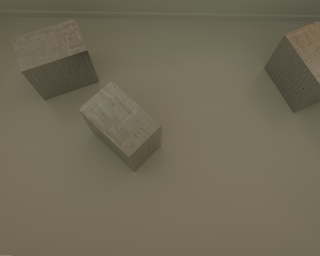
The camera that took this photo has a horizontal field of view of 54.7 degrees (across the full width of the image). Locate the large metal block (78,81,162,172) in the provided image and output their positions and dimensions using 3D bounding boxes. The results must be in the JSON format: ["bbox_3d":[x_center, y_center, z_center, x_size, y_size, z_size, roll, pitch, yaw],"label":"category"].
[{"bbox_3d":[-0.045,0.002,0.379,0.080,0.080,0.050,42,75,13],"label":"large metal block"}]

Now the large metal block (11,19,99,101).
[{"bbox_3d":[-0.134,-0.088,0.411,0.080,0.080,0.050,-21,72,-8],"label":"large metal block"}]

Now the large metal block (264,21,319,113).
[{"bbox_3d":[0.193,-0.078,0.411,0.050,0.080,0.080,-23,72,-8],"label":"large metal block"}]
